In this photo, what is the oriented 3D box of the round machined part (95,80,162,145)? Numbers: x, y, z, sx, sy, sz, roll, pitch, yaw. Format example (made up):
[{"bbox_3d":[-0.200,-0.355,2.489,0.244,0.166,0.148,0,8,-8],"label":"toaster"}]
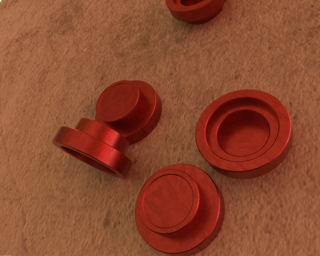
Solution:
[{"bbox_3d":[-0.050,-0.028,0.435,0.098,0.042,0.098,-13,56,20],"label":"round machined part"}]

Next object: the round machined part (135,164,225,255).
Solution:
[{"bbox_3d":[0.016,0.083,0.333,0.098,0.042,0.098,-13,56,20],"label":"round machined part"}]

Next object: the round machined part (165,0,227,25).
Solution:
[{"bbox_3d":[0.061,-0.202,0.484,0.098,0.042,0.098,-13,56,20],"label":"round machined part"}]

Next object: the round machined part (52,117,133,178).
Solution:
[{"bbox_3d":[-0.078,0.022,0.383,0.098,0.098,0.042,14,70,33],"label":"round machined part"}]

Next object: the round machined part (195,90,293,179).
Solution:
[{"bbox_3d":[0.092,0.010,0.338,0.098,0.042,0.098,-13,56,20],"label":"round machined part"}]
